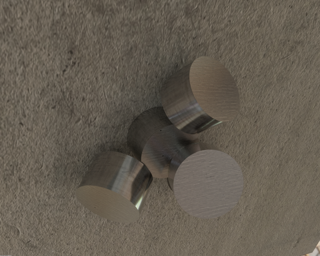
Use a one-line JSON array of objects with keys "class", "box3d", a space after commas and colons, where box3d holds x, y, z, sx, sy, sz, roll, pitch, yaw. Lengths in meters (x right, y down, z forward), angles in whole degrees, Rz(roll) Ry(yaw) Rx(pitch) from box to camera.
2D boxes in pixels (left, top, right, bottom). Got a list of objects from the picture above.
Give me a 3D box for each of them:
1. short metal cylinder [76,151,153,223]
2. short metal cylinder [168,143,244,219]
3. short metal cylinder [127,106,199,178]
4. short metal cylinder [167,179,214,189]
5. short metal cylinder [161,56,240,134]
[{"class": "short metal cylinder", "box3d": [-0.055, 0.074, 0.381, 0.080, 0.050, 0.080, 12, 139, 11]}, {"class": "short metal cylinder", "box3d": [0.052, 0.061, 0.372, 0.081, 0.050, 0.079, -1, 96, -6]}, {"class": "short metal cylinder", "box3d": [0.003, 0.018, 0.405, 0.081, 0.050, 0.079, -14, 124, -21]}, {"class": "short metal cylinder", "box3d": [0.057, 0.069, 0.446, 0.080, 0.080, 0.050, -46, 129, 4]}, {"class": "short metal cylinder", "box3d": [0.048, -0.038, 0.368, 0.081, 0.080, 0.050, 14, 154, -34]}]
